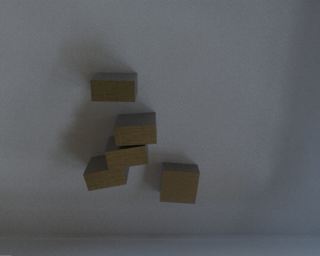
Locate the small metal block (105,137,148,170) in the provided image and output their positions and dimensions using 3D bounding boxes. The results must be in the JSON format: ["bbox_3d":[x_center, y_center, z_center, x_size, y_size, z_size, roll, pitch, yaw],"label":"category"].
[{"bbox_3d":[-0.042,0.029,0.407,0.050,0.050,0.025,-9,110,0],"label":"small metal block"}]

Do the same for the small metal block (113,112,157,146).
[{"bbox_3d":[-0.030,0.000,0.398,0.050,0.050,0.025,-3,110,1],"label":"small metal block"}]

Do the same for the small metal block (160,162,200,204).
[{"bbox_3d":[0.027,0.078,0.441,0.050,0.025,0.050,5,110,-2],"label":"small metal block"}]

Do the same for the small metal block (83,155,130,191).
[{"bbox_3d":[-0.070,0.057,0.418,0.050,0.050,0.025,-11,110,3],"label":"small metal block"}]

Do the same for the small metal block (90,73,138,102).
[{"bbox_3d":[-0.054,-0.051,0.379,0.050,0.050,0.025,1,110,-1],"label":"small metal block"}]
